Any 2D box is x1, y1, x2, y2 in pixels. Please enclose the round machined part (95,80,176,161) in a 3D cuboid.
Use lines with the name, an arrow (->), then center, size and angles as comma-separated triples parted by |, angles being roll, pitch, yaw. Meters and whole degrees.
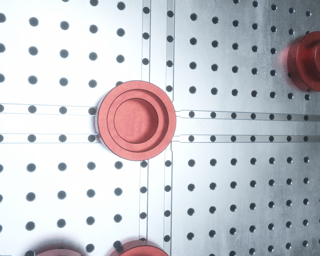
round machined part -> -0.033, -0.009, 0.391 | 0.099, 0.042, 0.097 | 0, 90, -20

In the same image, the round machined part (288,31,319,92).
round machined part -> 0.259, -0.107, 0.498 | 0.099, 0.042, 0.097 | 0, 90, -20

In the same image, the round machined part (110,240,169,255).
round machined part -> -0.024, 0.199, 0.395 | 0.099, 0.042, 0.097 | 0, 90, -20

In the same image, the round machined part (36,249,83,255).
round machined part -> -0.122, 0.189, 0.359 | 0.099, 0.042, 0.097 | 0, 90, -20
